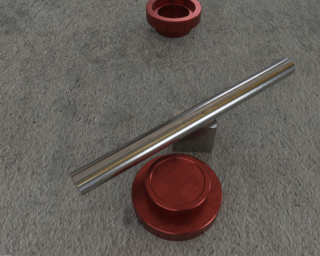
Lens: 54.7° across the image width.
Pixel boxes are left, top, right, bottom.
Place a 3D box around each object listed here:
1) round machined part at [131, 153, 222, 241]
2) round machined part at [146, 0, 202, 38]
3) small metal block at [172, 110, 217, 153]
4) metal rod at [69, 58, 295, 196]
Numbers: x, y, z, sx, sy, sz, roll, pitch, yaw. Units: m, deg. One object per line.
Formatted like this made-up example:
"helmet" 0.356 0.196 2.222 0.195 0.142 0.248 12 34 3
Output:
"round machined part" 0.018 0.067 0.336 0.099 0.042 0.098 0 50 0
"round machined part" 0.024 -0.200 0.560 0.099 0.042 0.098 0 50 0
"small metal block" 0.041 0.005 0.383 0.050 0.050 0.025 2 50 2
"metal rod" 0.043 -0.013 0.349 0.302 0.025 0.025 -29 56 -22
